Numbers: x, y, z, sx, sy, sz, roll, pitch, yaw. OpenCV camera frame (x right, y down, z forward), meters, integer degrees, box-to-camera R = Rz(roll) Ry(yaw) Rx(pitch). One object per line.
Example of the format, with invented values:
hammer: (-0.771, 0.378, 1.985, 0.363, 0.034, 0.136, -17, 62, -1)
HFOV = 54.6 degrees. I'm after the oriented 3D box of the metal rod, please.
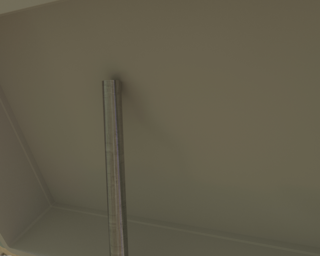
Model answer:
metal rod: (-0.058, 0.087, 0.413, 0.025, 0.025, 0.298, -1, 92, 29)
